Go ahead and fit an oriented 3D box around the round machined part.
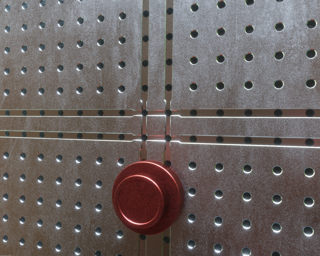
[{"bbox_3d":[-0.021,0.093,0.410,0.098,0.042,0.097,0,90,19],"label":"round machined part"}]
